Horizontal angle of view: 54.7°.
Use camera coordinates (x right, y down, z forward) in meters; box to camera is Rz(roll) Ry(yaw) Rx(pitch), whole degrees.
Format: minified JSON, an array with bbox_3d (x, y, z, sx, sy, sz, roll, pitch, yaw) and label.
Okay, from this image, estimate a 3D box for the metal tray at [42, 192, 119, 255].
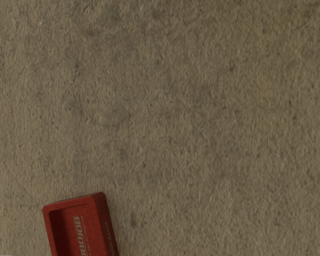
[{"bbox_3d":[-0.111,0.165,0.443,0.090,0.030,0.129,-16,85,19],"label":"metal tray"}]
